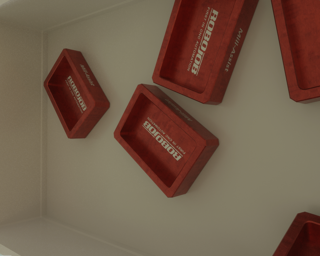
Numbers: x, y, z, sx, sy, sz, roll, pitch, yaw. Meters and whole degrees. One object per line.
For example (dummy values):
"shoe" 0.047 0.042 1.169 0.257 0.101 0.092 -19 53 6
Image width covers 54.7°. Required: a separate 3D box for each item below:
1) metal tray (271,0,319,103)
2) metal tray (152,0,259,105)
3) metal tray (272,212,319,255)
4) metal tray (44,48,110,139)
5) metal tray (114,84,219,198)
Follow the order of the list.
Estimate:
"metal tray" 0.155 -0.094 0.275 0.090 0.030 0.129 -13 82 39
"metal tray" 0.048 -0.102 0.363 0.090 0.030 0.129 28 108 36
"metal tray" 0.126 0.129 0.232 0.090 0.131 0.030 10 130 45
"metal tray" -0.144 -0.058 0.522 0.090 0.030 0.130 -47 62 30
"metal tray" 0.002 0.013 0.401 0.130 0.030 0.089 44 116 31
